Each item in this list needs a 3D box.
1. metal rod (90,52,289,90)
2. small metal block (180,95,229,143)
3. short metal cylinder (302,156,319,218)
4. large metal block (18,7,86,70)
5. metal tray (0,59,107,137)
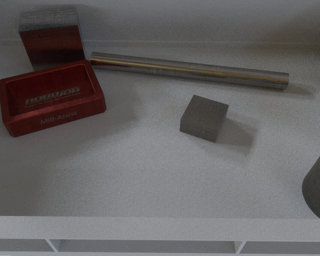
[{"bbox_3d":[0.042,-0.090,0.480,0.302,0.025,0.025,7,51,5],"label":"metal rod"},{"bbox_3d":[0.060,-0.013,0.417,0.050,0.025,0.050,19,52,15],"label":"small metal block"},{"bbox_3d":[0.206,0.063,0.338,0.081,0.050,0.080,0,50,0],"label":"short metal cylinder"},{"bbox_3d":[-0.161,-0.133,0.479,0.081,0.080,0.050,-10,51,-8],"label":"large metal block"},{"bbox_3d":[-0.152,-0.046,0.437,0.131,0.030,0.090,-17,52,-15],"label":"metal tray"}]
